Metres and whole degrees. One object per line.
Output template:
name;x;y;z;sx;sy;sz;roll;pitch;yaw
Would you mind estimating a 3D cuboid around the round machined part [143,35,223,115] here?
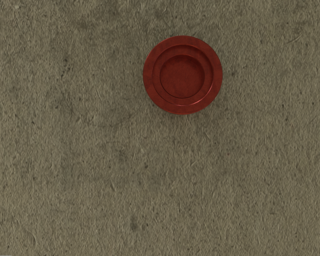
round machined part;0.028;-0.066;0.402;0.099;0.042;0.097;0;90;0
